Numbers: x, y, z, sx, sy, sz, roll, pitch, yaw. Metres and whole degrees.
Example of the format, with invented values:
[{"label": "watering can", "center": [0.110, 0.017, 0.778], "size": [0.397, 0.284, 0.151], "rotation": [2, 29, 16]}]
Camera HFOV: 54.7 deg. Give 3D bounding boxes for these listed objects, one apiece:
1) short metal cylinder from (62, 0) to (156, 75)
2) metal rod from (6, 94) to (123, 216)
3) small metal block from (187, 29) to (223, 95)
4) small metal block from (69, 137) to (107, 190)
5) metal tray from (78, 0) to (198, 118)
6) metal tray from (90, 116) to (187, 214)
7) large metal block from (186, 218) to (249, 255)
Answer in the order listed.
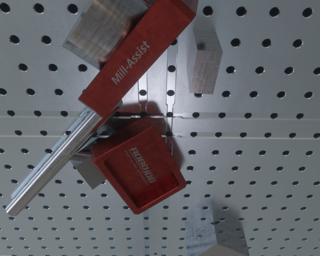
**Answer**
[{"label": "short metal cylinder", "center": [-0.048, -0.096, 0.293], "size": [0.050, 0.080, 0.080], "rotation": [32, 123, -24]}, {"label": "metal rod", "center": [-0.153, 0.051, 0.453], "size": [0.025, 0.025, 0.299], "rotation": [33, 123, -25]}, {"label": "small metal block", "center": [0.046, -0.072, 0.334], "size": [0.025, 0.050, 0.050], "rotation": [4, 130, -3]}, {"label": "small metal block", "center": [-0.091, 0.050, 0.437], "size": [0.050, 0.025, 0.050], "rotation": [-37, 129, -16]}, {"label": "metal tray", "center": [-0.019, -0.078, 0.297], "size": [0.030, 0.090, 0.129], "rotation": [39, 120, -15]}, {"label": "metal tray", "center": [-0.025, 0.056, 0.435], "size": [0.090, 0.030, 0.130], "rotation": [-30, 127, -3]}, {"label": "large metal block", "center": [0.107, 0.225, 0.588], "size": [0.080, 0.050, 0.080], "rotation": [29, 124, -23]}]
